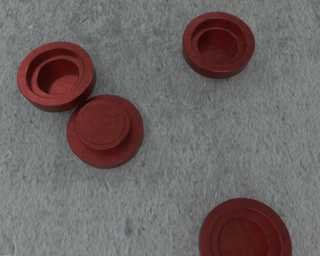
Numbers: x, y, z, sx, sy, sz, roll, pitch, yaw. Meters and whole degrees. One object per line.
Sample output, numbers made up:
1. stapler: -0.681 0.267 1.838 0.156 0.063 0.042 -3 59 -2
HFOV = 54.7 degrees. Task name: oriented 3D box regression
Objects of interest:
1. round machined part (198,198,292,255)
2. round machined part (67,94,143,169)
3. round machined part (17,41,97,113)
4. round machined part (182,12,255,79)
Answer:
1. round machined part: 0.092 0.132 0.352 0.099 0.042 0.098 0 70 -1
2. round machined part: -0.071 0.000 0.398 0.099 0.042 0.098 0 70 -1
3. round machined part: -0.135 -0.065 0.419 0.099 0.042 0.098 0 68 1
4. round machined part: 0.080 -0.112 0.441 0.099 0.042 0.098 0 70 -1
